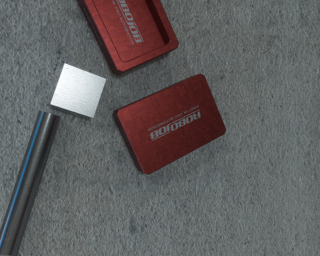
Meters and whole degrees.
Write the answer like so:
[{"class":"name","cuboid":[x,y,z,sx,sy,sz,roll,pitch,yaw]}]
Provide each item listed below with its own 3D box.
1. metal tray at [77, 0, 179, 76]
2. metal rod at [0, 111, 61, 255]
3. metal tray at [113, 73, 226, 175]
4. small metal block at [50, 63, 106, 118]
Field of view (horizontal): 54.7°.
[{"class":"metal tray","cuboid":[-0.044,-0.143,0.390,0.091,0.030,0.129,-28,100,-18]},{"class":"metal rod","cuboid":[-0.169,0.126,0.347,0.025,0.025,0.299,18,84,-20]},{"class":"metal tray","cuboid":[0.015,-0.007,0.413,0.131,0.030,0.090,-26,99,-19]},{"class":"small metal block","cuboid":[-0.099,-0.043,0.373,0.050,0.025,0.050,19,84,-20]}]
